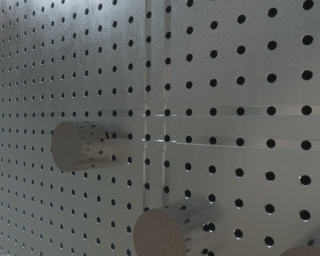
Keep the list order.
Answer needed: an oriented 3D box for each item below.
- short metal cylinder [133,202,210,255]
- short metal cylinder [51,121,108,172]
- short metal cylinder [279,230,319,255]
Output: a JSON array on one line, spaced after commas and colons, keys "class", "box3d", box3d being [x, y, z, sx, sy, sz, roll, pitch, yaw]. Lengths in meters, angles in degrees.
[{"class": "short metal cylinder", "box3d": [0.014, 0.135, 0.380, 0.080, 0.050, 0.079, 0, 90, 39]}, {"class": "short metal cylinder", "box3d": [-0.130, 0.029, 0.497, 0.080, 0.050, 0.079, 0, 90, 39]}, {"class": "short metal cylinder", "box3d": [0.146, 0.137, 0.272, 0.080, 0.050, 0.079, 0, 90, 39]}]
